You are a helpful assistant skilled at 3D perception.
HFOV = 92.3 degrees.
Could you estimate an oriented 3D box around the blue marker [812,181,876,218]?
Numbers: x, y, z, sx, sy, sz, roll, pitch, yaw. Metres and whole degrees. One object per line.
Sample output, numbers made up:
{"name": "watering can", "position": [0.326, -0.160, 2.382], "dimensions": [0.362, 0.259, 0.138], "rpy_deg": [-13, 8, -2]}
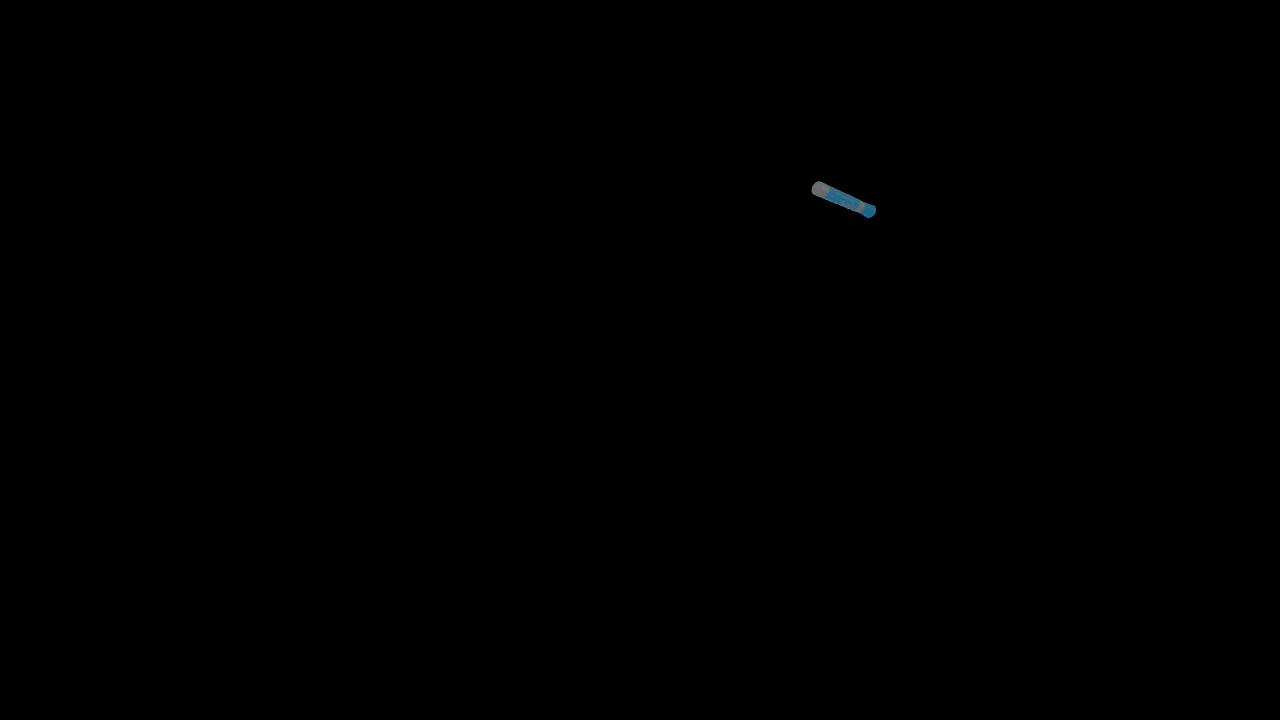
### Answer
{"name": "blue marker", "position": [0.288, -0.223, 0.861], "dimensions": [0.121, 0.020, 0.020], "rpy_deg": [10, -5, -32]}
